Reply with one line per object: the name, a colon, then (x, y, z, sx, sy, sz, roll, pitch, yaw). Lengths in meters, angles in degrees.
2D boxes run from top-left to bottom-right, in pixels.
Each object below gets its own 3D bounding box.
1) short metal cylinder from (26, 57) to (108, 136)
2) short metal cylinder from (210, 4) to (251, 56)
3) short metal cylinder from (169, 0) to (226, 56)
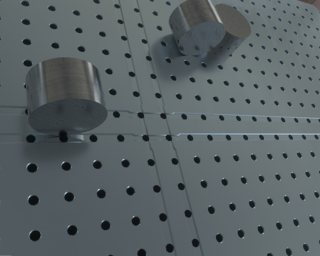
short metal cylinder: (-0.102, -0.032, 0.338, 0.081, 0.080, 0.050, -1, 62, -29)
short metal cylinder: (0.118, -0.179, 0.567, 0.081, 0.050, 0.080, 14, 56, -21)
short metal cylinder: (0.060, -0.164, 0.508, 0.081, 0.080, 0.050, -5, 64, -31)
